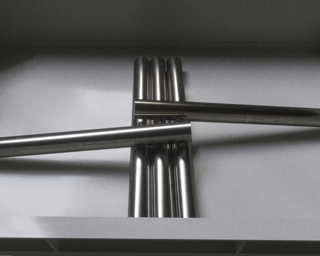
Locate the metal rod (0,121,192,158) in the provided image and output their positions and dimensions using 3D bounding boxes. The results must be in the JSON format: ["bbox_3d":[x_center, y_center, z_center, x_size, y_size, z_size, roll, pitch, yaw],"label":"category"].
[{"bbox_3d":[-0.114,0.017,0.367,0.302,0.025,0.025,-5,50,3],"label":"metal rod"}]

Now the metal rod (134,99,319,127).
[{"bbox_3d":[0.119,-0.017,0.397,0.302,0.025,0.025,2,50,-7],"label":"metal rod"}]

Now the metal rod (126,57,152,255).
[{"bbox_3d":[-0.024,0.013,0.392,0.025,0.025,0.300,-1,50,-1],"label":"metal rod"}]

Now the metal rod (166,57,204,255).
[{"bbox_3d":[0.026,0.012,0.394,0.025,0.025,0.300,-1,50,-1],"label":"metal rod"}]

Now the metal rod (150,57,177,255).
[{"bbox_3d":[0.000,0.012,0.393,0.025,0.025,0.300,-1,50,-1],"label":"metal rod"}]
